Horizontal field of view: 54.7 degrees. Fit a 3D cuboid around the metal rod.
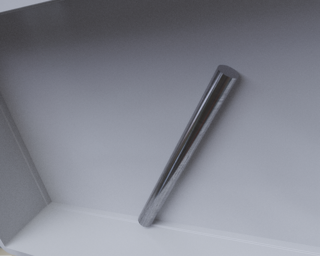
[{"bbox_3d":[0.025,0.046,0.423,0.025,0.025,0.298,31,128,8],"label":"metal rod"}]
